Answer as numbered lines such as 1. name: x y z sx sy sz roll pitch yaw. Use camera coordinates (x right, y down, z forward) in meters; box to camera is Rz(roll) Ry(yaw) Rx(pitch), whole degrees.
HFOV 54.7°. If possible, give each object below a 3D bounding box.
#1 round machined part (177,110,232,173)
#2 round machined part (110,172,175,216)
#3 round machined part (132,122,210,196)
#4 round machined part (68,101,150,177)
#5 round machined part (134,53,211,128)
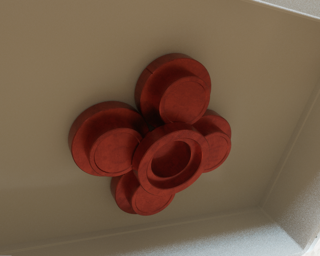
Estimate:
1. round machined part: 0.062 0.026 0.444 0.099 0.042 0.097 -14 124 -21
2. round machined part: -0.016 0.084 0.438 0.099 0.042 0.097 -14 123 -22
3. round machined part: 0.011 0.035 0.395 0.099 0.042 0.097 -14 124 -21
4. round machined part: -0.057 0.020 0.376 0.099 0.042 0.097 -14 124 -21
5. round machined part: 0.022 -0.039 0.382 0.099 0.042 0.097 -14 124 -21
